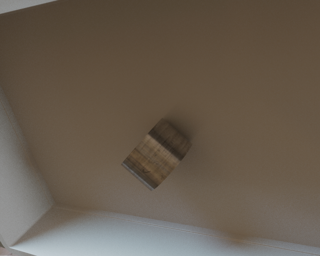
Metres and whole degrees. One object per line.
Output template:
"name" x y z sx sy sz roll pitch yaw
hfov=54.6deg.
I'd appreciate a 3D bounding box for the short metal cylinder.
"short metal cylinder" -0.004 0.033 0.397 0.050 0.080 0.080 41 129 0
